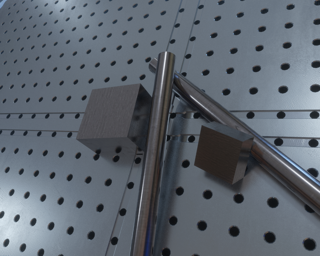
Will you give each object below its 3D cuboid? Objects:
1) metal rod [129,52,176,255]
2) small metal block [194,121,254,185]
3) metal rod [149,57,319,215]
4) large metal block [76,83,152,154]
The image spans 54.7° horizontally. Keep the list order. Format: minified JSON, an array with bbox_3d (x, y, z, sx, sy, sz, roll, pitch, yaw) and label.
[{"bbox_3d":[-0.008,0.040,0.370,0.025,0.025,0.299,-4,65,26],"label":"metal rod"},{"bbox_3d":[0.069,0.026,0.339,0.050,0.025,0.050,25,117,36],"label":"small metal block"},{"bbox_3d":[0.075,-0.012,0.376,0.025,0.025,0.300,-43,51,-1],"label":"metal rod"},{"bbox_3d":[-0.058,-0.011,0.429,0.080,0.050,0.080,-3,60,26],"label":"large metal block"}]
